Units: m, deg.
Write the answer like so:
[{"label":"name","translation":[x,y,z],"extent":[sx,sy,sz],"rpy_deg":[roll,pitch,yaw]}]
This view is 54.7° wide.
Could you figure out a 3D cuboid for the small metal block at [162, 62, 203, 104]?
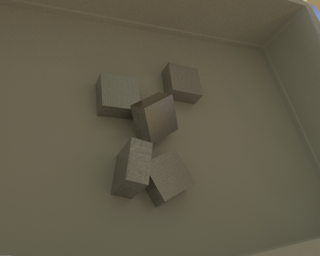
[{"label":"small metal block","translation":[0.033,-0.067,0.466],"extent":[0.050,0.025,0.050],"rpy_deg":[8,58,-25]}]

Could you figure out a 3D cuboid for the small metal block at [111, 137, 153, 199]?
[{"label":"small metal block","translation":[-0.032,0.046,0.346],"extent":[0.025,0.050,0.050],"rpy_deg":[17,55,-19]}]

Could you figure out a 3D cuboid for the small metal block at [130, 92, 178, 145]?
[{"label":"small metal block","translation":[-0.006,-0.013,0.394],"extent":[0.050,0.025,0.050],"rpy_deg":[-31,121,-38]}]

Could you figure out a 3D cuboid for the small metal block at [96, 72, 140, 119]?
[{"label":"small metal block","translation":[-0.055,-0.041,0.402],"extent":[0.050,0.025,0.050],"rpy_deg":[6,59,-26]}]

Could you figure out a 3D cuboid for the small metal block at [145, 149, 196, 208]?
[{"label":"small metal block","translation":[0.007,0.060,0.374],"extent":[0.050,0.025,0.050],"rpy_deg":[-21,73,-36]}]
